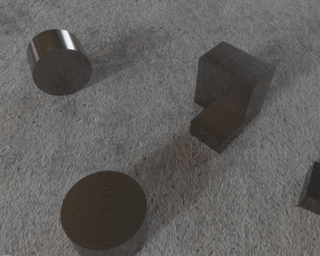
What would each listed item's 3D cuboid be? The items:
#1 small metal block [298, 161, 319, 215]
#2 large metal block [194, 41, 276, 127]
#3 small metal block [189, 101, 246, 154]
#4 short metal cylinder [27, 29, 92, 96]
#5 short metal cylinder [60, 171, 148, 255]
[{"bbox_3d":[0.189,0.072,0.344,0.050,0.025,0.050,22,53,17],"label":"small metal block"},{"bbox_3d":[0.096,-0.056,0.416,0.080,0.080,0.050,36,59,26],"label":"large metal block"},{"bbox_3d":[0.075,-0.002,0.405,0.050,0.025,0.050,36,58,26],"label":"small metal block"},{"bbox_3d":[-0.144,-0.093,0.445,0.081,0.080,0.050,-19,53,-15],"label":"short metal cylinder"},{"bbox_3d":[-0.053,0.090,0.311,0.081,0.050,0.080,0,50,0],"label":"short metal cylinder"}]
